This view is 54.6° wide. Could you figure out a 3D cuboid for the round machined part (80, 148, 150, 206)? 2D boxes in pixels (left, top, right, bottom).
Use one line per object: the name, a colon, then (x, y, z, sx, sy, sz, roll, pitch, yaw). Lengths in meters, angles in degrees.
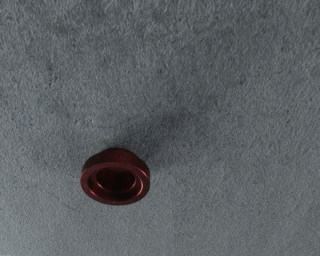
round machined part: (-0.063, 0.067, 0.452, 0.099, 0.042, 0.097, 0, 130, 0)
